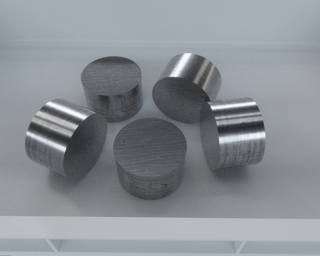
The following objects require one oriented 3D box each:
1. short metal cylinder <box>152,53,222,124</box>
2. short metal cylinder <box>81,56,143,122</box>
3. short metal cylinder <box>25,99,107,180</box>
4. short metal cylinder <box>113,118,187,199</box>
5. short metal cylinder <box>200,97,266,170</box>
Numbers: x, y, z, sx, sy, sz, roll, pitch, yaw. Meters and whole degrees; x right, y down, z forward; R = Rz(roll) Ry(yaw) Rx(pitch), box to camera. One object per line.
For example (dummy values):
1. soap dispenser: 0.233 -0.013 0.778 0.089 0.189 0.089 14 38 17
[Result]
1. short metal cylinder: 0.036 -0.052 0.413 0.080 0.080 0.050 17 52 13
2. short metal cylinder: -0.065 -0.055 0.432 0.081 0.050 0.080 0 50 0
3. short metal cylinder: -0.104 0.012 0.355 0.050 0.080 0.080 21 53 17
4. short metal cylinder: -0.011 0.034 0.357 0.081 0.050 0.080 0 50 0
5. short metal cylinder: 0.082 0.006 0.363 0.050 0.080 0.080 -7 51 -6
